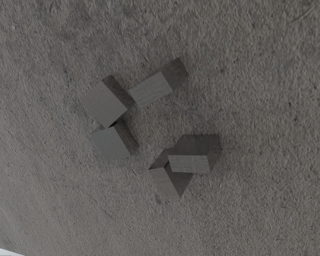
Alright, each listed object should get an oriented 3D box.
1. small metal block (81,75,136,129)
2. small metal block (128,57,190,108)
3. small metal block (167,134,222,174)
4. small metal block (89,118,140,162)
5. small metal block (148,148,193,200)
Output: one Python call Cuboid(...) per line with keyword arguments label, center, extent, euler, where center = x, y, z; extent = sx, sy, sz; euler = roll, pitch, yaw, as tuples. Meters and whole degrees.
Cuboid(label="small metal block", center=(-0.070, -0.035, 0.420), extent=(0.050, 0.025, 0.050), euler=(48, 124, -6))
Cuboid(label="small metal block", center=(-0.001, -0.053, 0.358), extent=(0.050, 0.050, 0.025), euler=(-24, 106, 36))
Cuboid(label="small metal block", center=(0.044, 0.031, 0.386), extent=(0.050, 0.050, 0.025), euler=(-2, 117, 29))
Cuboid(label="small metal block", center=(-0.067, 0.018, 0.453), extent=(0.050, 0.025, 0.050), euler=(-17, 110, 35))
Cuboid(label="small metal block", center=(0.016, 0.061, 0.420), extent=(0.025, 0.050, 0.050), euler=(-15, 111, 34))
